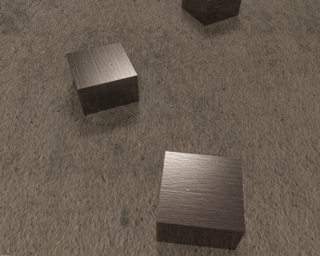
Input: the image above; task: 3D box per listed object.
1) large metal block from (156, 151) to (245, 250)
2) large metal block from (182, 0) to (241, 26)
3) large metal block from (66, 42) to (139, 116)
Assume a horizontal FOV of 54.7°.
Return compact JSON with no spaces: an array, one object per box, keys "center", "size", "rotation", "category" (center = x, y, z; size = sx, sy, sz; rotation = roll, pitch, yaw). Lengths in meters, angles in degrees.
[{"center":[0.041,0.075,0.325],"size":[0.080,0.050,0.080],"rotation":[5,50,4],"category":"large metal block"},{"center":[0.099,-0.249,0.597],"size":[0.081,0.050,0.080],"rotation":[-24,54,-19],"category":"large metal block"},{"center":[-0.082,-0.073,0.447],"size":[0.081,0.050,0.080],"rotation":[-16,52,-14],"category":"large metal block"}]
